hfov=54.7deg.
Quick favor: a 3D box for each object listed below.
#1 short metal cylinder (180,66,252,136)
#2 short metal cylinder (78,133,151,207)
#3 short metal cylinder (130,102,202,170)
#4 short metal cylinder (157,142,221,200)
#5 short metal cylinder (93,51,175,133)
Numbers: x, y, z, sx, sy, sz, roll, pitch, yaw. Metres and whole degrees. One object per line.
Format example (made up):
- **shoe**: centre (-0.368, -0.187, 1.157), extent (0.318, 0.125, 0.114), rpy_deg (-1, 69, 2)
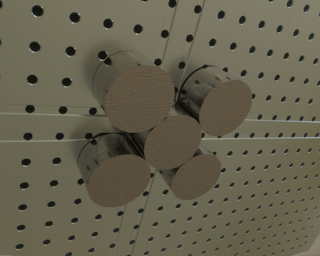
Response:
- **short metal cylinder**: centre (0.074, -0.036, 0.413), extent (0.081, 0.050, 0.079), rpy_deg (-14, 125, -21)
- **short metal cylinder**: centre (-0.059, 0.054, 0.396), extent (0.081, 0.050, 0.079), rpy_deg (-14, 125, -21)
- **short metal cylinder**: centre (0.007, 0.007, 0.404), extent (0.081, 0.050, 0.079), rpy_deg (-14, 125, -21)
- **short metal cylinder**: centre (0.042, 0.058, 0.455), extent (0.081, 0.050, 0.079), rpy_deg (-14, 125, -21)
- **short metal cylinder**: centre (-0.030, -0.041, 0.353), extent (0.081, 0.050, 0.079), rpy_deg (-14, 125, -21)
